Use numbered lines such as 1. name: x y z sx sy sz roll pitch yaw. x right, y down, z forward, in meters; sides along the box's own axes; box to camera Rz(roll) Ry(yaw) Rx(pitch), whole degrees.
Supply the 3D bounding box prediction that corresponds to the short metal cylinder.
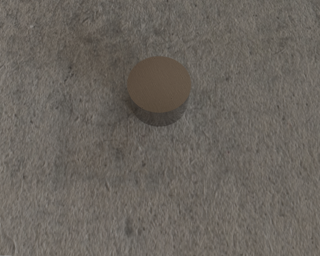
1. short metal cylinder: -0.001 -0.048 0.412 0.081 0.050 0.080 0 70 0
